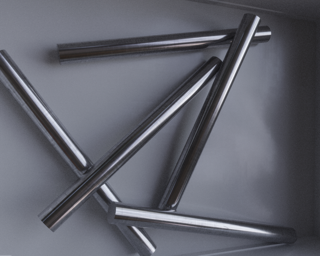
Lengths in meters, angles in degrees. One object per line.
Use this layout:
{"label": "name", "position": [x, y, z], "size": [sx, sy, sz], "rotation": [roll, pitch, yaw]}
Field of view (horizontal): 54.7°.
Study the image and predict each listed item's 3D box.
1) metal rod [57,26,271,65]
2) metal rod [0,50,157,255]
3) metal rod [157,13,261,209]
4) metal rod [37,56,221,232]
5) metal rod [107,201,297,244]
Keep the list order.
{"label": "metal rod", "position": [0.020, -0.114, 0.417], "size": [0.302, 0.025, 0.025], "rotation": [-11, 94, -20]}
{"label": "metal rod", "position": [-0.099, 0.040, 0.374], "size": [0.025, 0.025, 0.299], "rotation": [-38, 102, -16]}
{"label": "metal rod", "position": [0.064, -0.014, 0.417], "size": [0.025, 0.025, 0.299], "rotation": [25, 88, -18]}
{"label": "metal rod", "position": [-0.020, 0.005, 0.385], "size": [0.301, 0.025, 0.025], "rotation": [-44, 104, -22]}
{"label": "metal rod", "position": [0.075, 0.132, 0.419], "size": [0.302, 0.025, 0.025], "rotation": [16, 85, -27]}
